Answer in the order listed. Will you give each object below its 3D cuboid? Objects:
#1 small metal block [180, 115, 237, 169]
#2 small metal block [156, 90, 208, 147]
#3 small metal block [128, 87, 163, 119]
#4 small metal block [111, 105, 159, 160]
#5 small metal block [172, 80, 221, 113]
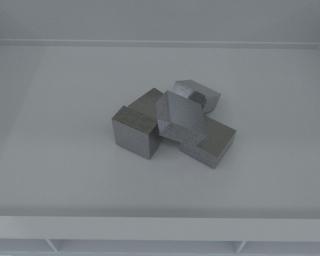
[{"bbox_3d":[0.060,0.016,0.390,0.050,0.025,0.050,28,55,21],"label":"small metal block"},{"bbox_3d":[0.025,-0.011,0.365,0.050,0.025,0.050,20,44,-27],"label":"small metal block"},{"bbox_3d":[-0.007,-0.022,0.420,0.050,0.025,0.050,36,58,26],"label":"small metal block"},{"bbox_3d":[-0.029,0.006,0.380,0.050,0.050,0.025,23,54,18],"label":"small metal block"},{"bbox_3d":[0.049,-0.044,0.426,0.050,0.025,0.050,30,23,22],"label":"small metal block"}]
